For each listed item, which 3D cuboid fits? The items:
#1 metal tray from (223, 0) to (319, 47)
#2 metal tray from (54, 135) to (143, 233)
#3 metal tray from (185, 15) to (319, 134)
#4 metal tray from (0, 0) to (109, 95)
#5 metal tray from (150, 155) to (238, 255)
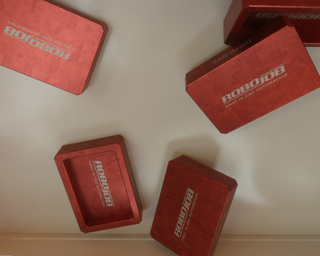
[{"bbox_3d":[0.142,-0.120,0.332,0.131,0.090,0.030,1,82,-1],"label":"metal tray"},{"bbox_3d":[-0.083,0.081,0.437,0.090,0.030,0.129,-11,110,3],"label":"metal tray"},{"bbox_3d":[0.107,-0.056,0.364,0.130,0.030,0.090,-30,123,23],"label":"metal tray"},{"bbox_3d":[-0.139,-0.105,0.368,0.131,0.030,0.089,22,109,-9],"label":"metal tray"},{"bbox_3d":[0.043,0.113,0.425,0.090,0.030,0.129,24,111,28],"label":"metal tray"}]
